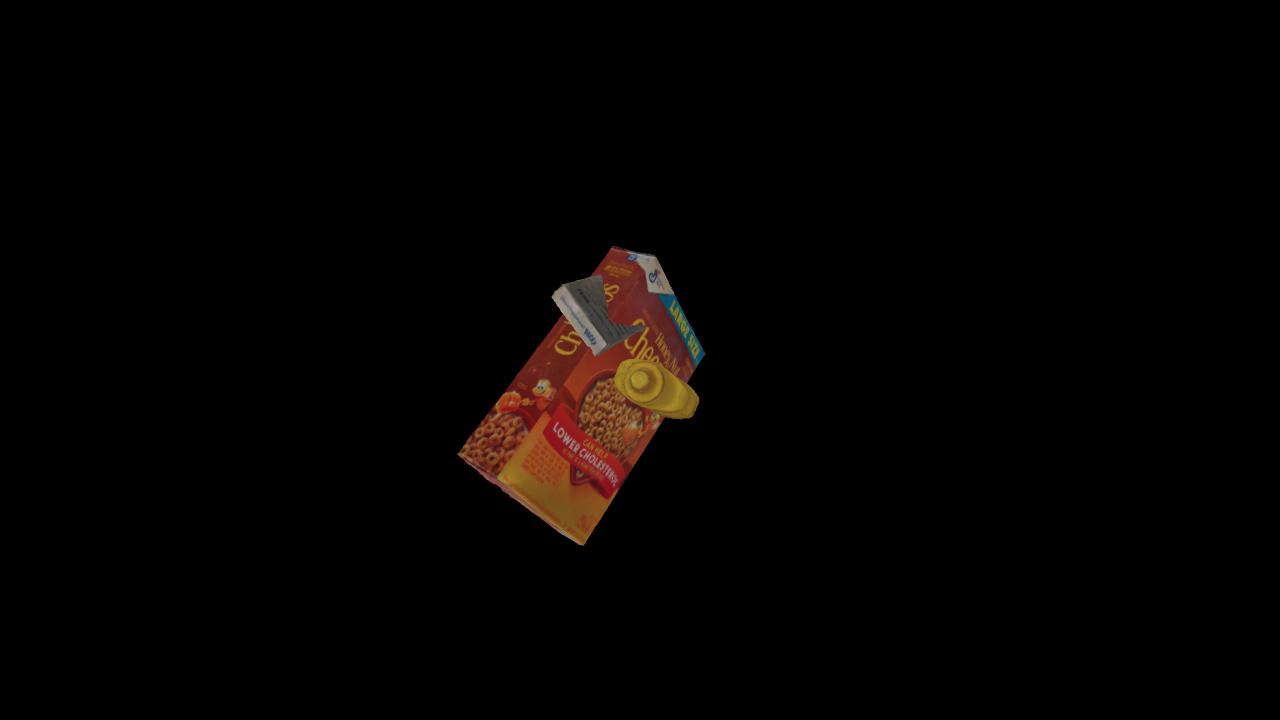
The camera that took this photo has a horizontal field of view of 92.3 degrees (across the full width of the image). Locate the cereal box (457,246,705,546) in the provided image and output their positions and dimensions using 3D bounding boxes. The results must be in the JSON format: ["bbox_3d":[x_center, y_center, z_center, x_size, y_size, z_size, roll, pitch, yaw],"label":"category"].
[{"bbox_3d":[-0.049,0.044,0.737,0.081,0.306,0.203,21,-24,35],"label":"cereal box"}]

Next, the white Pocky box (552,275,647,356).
[{"bbox_3d":[-0.028,-0.062,0.712,0.028,0.084,0.154,-41,-6,33],"label":"white Pocky box"}]

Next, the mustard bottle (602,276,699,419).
[{"bbox_3d":[0.016,0.032,0.700,0.092,0.054,0.184,30,-1,14],"label":"mustard bottle"}]
